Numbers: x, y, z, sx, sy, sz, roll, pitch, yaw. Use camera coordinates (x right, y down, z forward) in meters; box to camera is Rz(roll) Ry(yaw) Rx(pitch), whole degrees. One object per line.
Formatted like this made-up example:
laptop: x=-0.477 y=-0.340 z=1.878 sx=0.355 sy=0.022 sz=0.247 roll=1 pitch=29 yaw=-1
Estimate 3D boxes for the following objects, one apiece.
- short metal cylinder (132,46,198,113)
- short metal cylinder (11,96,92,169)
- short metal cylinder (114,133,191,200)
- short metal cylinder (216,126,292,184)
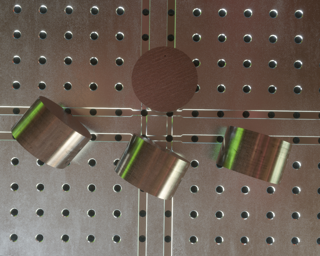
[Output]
short metal cylinder: x=0.006 y=-0.059 z=0.401 sx=0.081 sy=0.050 sz=0.079 roll=0 pitch=90 yaw=0
short metal cylinder: x=-0.133 y=0.005 z=0.385 sx=0.080 sy=0.080 sz=0.050 roll=41 pitch=90 yaw=0
short metal cylinder: x=-0.009 y=0.047 z=0.386 sx=0.080 sy=0.080 sz=0.050 roll=28 pitch=90 yaw=0
short metal cylinder: x=0.116 y=0.033 z=0.387 sx=0.080 sy=0.080 sz=0.050 roll=18 pitch=90 yaw=0
